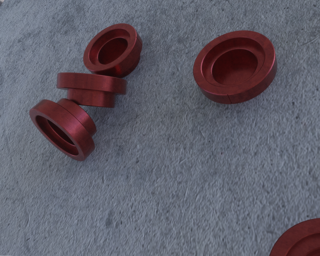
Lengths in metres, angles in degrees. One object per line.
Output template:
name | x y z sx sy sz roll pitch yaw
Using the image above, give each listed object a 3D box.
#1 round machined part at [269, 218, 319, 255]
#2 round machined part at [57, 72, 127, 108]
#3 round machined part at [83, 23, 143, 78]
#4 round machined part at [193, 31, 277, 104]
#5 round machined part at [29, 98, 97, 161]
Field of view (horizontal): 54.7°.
round machined part | 0.138 0.125 0.244 0.098 0.042 0.098 -13 56 21
round machined part | -0.099 -0.052 0.449 0.098 0.099 0.042 7 93 31
round machined part | -0.071 -0.119 0.504 0.098 0.042 0.098 -13 56 21
round machined part | 0.095 -0.070 0.386 0.098 0.042 0.098 -13 56 21
round machined part | -0.128 -0.003 0.429 0.098 0.098 0.042 17 54 35
